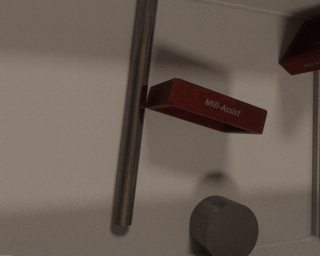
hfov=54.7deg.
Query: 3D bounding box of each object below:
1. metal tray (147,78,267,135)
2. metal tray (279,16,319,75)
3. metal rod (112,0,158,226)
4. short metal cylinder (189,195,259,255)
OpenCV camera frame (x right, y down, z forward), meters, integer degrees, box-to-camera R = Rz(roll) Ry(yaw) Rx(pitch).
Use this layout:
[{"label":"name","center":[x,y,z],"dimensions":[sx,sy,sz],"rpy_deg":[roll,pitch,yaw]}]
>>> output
[{"label":"metal tray","center":[0.057,-0.024,0.398],"dimensions":[0.131,0.090,0.030],"rpy_deg":[17,85,-20]},{"label":"metal tray","center":[0.247,-0.129,0.448],"dimensions":[0.030,0.130,0.090],"rpy_deg":[37,78,-17]},{"label":"metal rod","center":[-0.031,-0.027,0.399],"dimensions":[0.025,0.025,0.298],"rpy_deg":[7,88,-20]},{"label":"short metal cylinder","center":[0.088,0.139,0.432],"dimensions":[0.081,0.050,0.079],"rpy_deg":[0,90,-21]}]
